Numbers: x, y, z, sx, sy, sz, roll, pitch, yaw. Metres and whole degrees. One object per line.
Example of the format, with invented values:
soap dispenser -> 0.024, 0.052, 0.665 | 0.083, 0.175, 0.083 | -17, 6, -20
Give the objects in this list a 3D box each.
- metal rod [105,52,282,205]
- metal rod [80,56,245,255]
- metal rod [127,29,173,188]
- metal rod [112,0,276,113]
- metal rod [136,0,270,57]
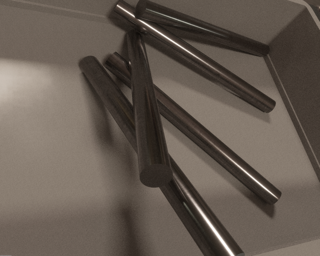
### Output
metal rod -> 0.046, 0.001, 0.431 | 0.300, 0.025, 0.025 | 40, 51, -1
metal rod -> -0.022, 0.006, 0.315 | 0.025, 0.025, 0.300 | -8, 42, -32
metal rod -> -0.021, -0.051, 0.353 | 0.025, 0.025, 0.300 | 17, 32, -19
metal rod -> 0.064, -0.105, 0.487 | 0.301, 0.025, 0.025 | 28, 52, -18
metal rod -> 0.090, -0.159, 0.518 | 0.302, 0.025, 0.025 | 2, 60, -40
